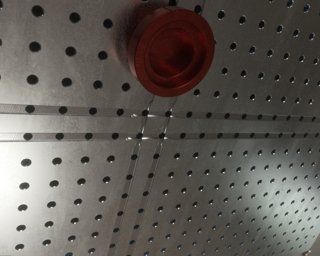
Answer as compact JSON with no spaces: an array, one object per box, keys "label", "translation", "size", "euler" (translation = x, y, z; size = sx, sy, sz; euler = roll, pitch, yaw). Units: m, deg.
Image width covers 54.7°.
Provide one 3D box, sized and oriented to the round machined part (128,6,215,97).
[{"label":"round machined part","translation":[0.009,-0.088,0.352],"size":[0.099,0.042,0.097],"euler":[-14,125,-21]}]
